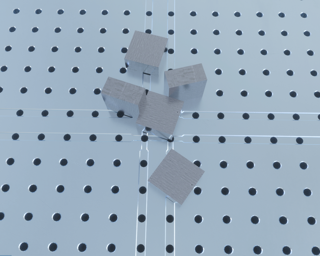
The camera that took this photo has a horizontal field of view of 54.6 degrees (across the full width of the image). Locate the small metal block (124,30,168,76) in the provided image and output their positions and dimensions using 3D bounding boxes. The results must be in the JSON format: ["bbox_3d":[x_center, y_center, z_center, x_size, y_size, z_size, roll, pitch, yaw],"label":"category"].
[{"bbox_3d":[-0.019,-0.109,0.451,0.050,0.025,0.050,15,71,5],"label":"small metal block"}]

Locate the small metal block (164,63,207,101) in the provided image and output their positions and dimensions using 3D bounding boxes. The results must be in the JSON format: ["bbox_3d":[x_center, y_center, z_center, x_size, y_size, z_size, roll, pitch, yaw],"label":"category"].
[{"bbox_3d":[0.033,-0.059,0.420,0.050,0.050,0.025,-13,71,-5],"label":"small metal block"}]

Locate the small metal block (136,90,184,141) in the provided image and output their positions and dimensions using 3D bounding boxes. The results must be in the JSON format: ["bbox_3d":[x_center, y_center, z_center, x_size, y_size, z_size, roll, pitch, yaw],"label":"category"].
[{"bbox_3d":[0.000,-0.017,0.418,0.050,0.025,0.050,18,71,6],"label":"small metal block"}]

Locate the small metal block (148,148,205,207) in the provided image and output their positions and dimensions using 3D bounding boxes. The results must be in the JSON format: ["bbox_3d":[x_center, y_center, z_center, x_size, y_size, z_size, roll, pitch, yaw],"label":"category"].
[{"bbox_3d":[0.020,0.062,0.389,0.050,0.025,0.050,34,74,11],"label":"small metal block"}]

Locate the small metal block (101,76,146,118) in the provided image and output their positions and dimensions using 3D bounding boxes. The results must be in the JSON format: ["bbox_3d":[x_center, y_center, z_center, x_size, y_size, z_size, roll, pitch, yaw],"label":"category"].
[{"bbox_3d":[-0.046,-0.038,0.412,0.050,0.050,0.025,18,71,7],"label":"small metal block"}]
